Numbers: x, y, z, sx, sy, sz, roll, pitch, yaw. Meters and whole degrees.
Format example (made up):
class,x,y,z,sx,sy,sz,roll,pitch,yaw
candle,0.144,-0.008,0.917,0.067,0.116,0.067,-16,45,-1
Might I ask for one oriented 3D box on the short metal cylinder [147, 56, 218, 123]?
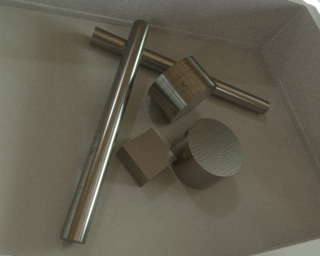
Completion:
class,x,y,z,sx,sy,sz,roll,pitch,yaw
short metal cylinder,0.030,-0.051,0.420,0.081,0.080,0.050,-33,80,-38

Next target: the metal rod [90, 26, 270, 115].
class,x,y,z,sx,sy,sz,roll,pitch,yaw
metal rod,0.041,-0.083,0.479,0.302,0.025,0.025,20,54,-17

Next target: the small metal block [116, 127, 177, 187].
class,x,y,z,sx,sy,sz,roll,pitch,yaw
small metal block,-0.016,0.035,0.377,0.050,0.025,0.050,-33,80,-38

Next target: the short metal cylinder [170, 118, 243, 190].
class,x,y,z,sx,sy,sz,roll,pitch,yaw
short metal cylinder,0.059,0.034,0.403,0.081,0.050,0.080,14,56,-21

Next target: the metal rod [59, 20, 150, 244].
class,x,y,z,sx,sy,sz,roll,pitch,yaw
metal rod,-0.055,-0.019,0.370,0.025,0.025,0.300,22,59,-16
